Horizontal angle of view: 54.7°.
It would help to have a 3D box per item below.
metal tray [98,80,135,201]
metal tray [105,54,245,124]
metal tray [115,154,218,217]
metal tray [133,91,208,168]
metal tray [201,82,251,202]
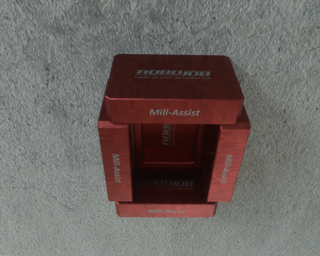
[{"bbox_3d":[-0.048,0.016,0.379,0.030,0.090,0.129,1,130,-1],"label":"metal tray"},{"bbox_3d":[0.014,-0.044,0.328,0.131,0.090,0.030,1,130,-1],"label":"metal tray"},{"bbox_3d":[0.008,0.078,0.432,0.131,0.090,0.030,1,130,-1],"label":"metal tray"},{"bbox_3d":[0.012,-0.003,0.403,0.091,0.030,0.129,0,130,-1],"label":"metal tray"},{"bbox_3d":[0.074,0.018,0.381,0.030,0.090,0.129,1,130,-1],"label":"metal tray"}]
